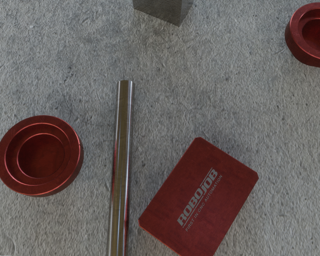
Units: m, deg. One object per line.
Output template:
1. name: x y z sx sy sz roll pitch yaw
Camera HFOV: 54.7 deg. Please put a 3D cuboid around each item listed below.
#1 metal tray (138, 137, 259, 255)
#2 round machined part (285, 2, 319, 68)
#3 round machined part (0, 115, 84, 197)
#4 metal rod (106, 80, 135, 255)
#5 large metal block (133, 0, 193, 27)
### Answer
1. metal tray: 0.047 0.087 0.374 0.090 0.030 0.130 33 73 11
2. round machined part: 0.230 -0.129 0.449 0.099 0.042 0.098 0 70 -1
3. round machined part: -0.144 0.037 0.384 0.099 0.042 0.098 0 70 -1
4. metal rod: -0.048 0.080 0.378 0.025 0.025 0.299 1 70 0
5. large metal block: 0.005 -0.207 0.455 0.080 0.080 0.050 25 72 8
